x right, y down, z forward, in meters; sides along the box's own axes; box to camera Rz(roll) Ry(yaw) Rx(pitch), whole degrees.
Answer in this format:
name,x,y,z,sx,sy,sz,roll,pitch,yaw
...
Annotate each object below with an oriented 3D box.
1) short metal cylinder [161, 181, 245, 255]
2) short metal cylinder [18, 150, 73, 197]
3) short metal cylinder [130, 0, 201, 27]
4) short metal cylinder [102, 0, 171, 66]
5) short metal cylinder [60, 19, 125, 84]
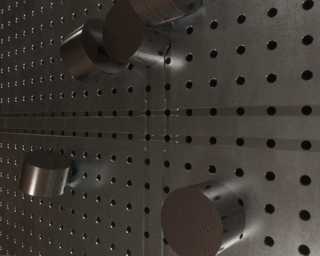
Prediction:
name,x,y,z,sx,sy,sz,roll,pitch,yaw
short metal cylinder,0.048,0.104,0.352,0.080,0.050,0.079,0,90,40
short metal cylinder,-0.197,0.076,0.533,0.080,0.081,0.050,26,107,36
short metal cylinder,0.006,-0.167,0.367,0.050,0.081,0.080,-8,85,39
short metal cylinder,-0.032,-0.127,0.417,0.080,0.050,0.079,0,90,39
short metal cylinder,-0.095,-0.110,0.450,0.050,0.081,0.080,-16,80,38
